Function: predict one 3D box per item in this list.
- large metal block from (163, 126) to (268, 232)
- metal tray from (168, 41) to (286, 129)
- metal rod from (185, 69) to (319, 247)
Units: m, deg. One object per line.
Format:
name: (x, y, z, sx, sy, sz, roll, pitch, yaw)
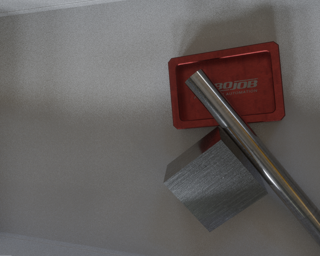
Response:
large metal block: (0.063, 0.059, 0.361, 0.080, 0.050, 0.080, -40, 99, 15)
metal tray: (0.079, -0.048, 0.379, 0.130, 0.030, 0.089, -5, 88, 19)
metal rod: (0.132, 0.057, 0.342, 0.025, 0.025, 0.300, -40, 86, 15)
